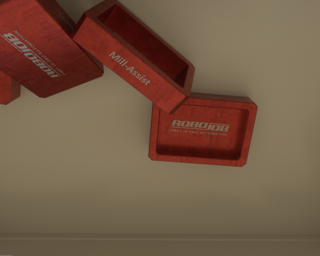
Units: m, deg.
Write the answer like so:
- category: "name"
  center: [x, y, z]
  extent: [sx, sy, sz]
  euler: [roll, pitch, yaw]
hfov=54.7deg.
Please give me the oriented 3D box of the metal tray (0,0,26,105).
- category: "metal tray"
  center: [-0.215, -0.100, 0.369]
  extent: [0.091, 0.030, 0.129]
  euler: [11, 110, -5]

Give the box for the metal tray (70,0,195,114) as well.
- category: "metal tray"
  center: [-0.022, -0.082, 0.343]
  extent: [0.130, 0.090, 0.030]
  euler: [37, 121, -13]

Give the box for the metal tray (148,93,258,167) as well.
- category: "metal tray"
  center: [0.053, 0.001, 0.409]
  extent: [0.131, 0.030, 0.089]
  euler: [5, 110, -2]

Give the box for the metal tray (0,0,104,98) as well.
- category: "metal tray"
  center: [-0.130, -0.087, 0.327]
  extent: [0.090, 0.030, 0.130]
  euler: [-18, 151, 13]
